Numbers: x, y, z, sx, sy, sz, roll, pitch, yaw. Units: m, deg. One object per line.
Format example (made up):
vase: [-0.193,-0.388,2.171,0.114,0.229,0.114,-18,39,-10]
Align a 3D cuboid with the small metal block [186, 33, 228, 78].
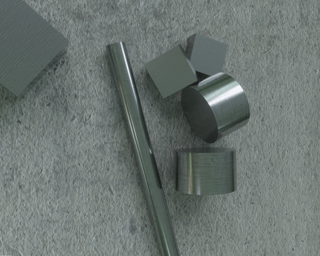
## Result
small metal block: [0.062,-0.098,0.433,0.050,0.025,0.050,14,85,-20]

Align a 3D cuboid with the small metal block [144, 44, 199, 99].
small metal block: [0.016,-0.074,0.403,0.050,0.025,0.050,-27,102,17]

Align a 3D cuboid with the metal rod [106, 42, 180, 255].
metal rod: [-0.019,0.039,0.402,0.025,0.025,0.298,-16,96,-20]

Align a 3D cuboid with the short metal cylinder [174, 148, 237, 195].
short metal cylinder: [0.058,0.053,0.403,0.081,0.080,0.050,-2,91,-20]

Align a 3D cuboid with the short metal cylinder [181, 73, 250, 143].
short metal cylinder: [0.071,-0.026,0.407,0.050,0.080,0.080,-26,99,-18]

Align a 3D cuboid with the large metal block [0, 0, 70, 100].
large metal block: [-0.159,-0.088,0.337,0.080,0.050,0.080,42,77,-16]
